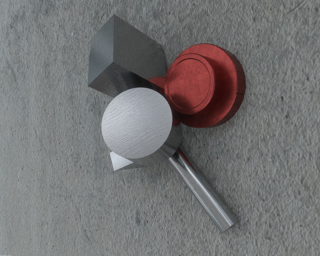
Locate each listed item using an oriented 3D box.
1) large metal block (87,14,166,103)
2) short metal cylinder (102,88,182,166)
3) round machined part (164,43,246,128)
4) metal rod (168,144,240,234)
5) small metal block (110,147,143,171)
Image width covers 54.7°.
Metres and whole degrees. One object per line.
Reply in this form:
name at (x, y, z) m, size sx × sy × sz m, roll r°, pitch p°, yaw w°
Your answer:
large metal block at (-0.040, -0.080, 0.388) m, size 0.050 × 0.080 × 0.080 m, roll -33°, pitch 48°, yaw 36°
short metal cylinder at (-0.019, 0.000, 0.356) m, size 0.080 × 0.050 × 0.080 m, roll -4°, pitch 73°, yaw 15°
round machined part at (0.044, -0.049, 0.357) m, size 0.098 × 0.042 × 0.097 m, roll 0°, pitch 90°, yaw 39°
metal rod at (-0.003, 0.003, 0.408) m, size 0.025 × 0.025 × 0.300 m, roll -52°, pitch 60°, yaw 27°
small metal block at (-0.029, 0.036, 0.413) m, size 0.050 × 0.050 × 0.025 m, roll -26°, pitch 73°, yaw 36°
